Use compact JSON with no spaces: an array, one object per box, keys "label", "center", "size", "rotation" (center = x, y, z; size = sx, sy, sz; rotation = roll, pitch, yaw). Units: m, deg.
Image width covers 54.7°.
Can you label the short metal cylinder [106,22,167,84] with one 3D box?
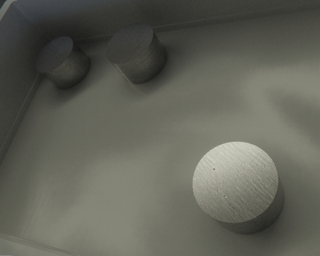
[{"label":"short metal cylinder","center":[-0.036,-0.115,0.479],"size":[0.080,0.050,0.080],"rotation":[-13,56,21]}]

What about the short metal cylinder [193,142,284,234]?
[{"label":"short metal cylinder","center":[0.079,0.060,0.311],"size":[0.080,0.050,0.080],"rotation":[-13,56,21]}]

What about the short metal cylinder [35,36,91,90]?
[{"label":"short metal cylinder","center":[-0.172,-0.115,0.551],"size":[0.080,0.050,0.080],"rotation":[-13,56,21]}]
